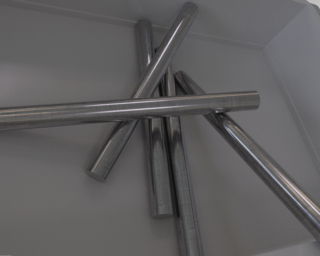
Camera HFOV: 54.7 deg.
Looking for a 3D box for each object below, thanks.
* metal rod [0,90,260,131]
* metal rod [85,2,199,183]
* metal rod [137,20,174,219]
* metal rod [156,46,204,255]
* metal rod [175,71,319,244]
[{"bbox_3d":[-0.026,-0.022,0.353,0.302,0.025,0.025,-5,64,-15],"label":"metal rod"},{"bbox_3d":[-0.011,-0.065,0.407,0.025,0.025,0.300,31,61,-8],"label":"metal rod"},{"bbox_3d":[-0.011,-0.031,0.418,0.025,0.025,0.299,8,58,-24],"label":"metal rod"},{"bbox_3d":[0.019,0.012,0.408,0.025,0.025,0.299,7,59,-25],"label":"metal rod"},{"bbox_3d":[0.094,0.014,0.369,0.025,0.025,0.300,-4,39,-30],"label":"metal rod"}]
